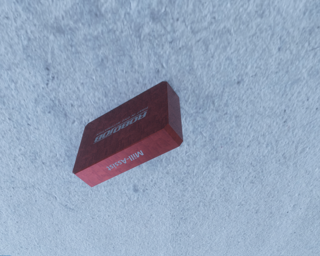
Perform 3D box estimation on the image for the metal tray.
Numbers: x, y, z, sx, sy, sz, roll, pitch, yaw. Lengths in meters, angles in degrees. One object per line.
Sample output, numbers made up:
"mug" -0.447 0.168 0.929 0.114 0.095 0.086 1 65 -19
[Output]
"metal tray" -0.038 0.007 0.369 0.130 0.090 0.030 -27 125 20
